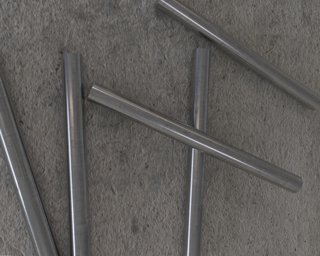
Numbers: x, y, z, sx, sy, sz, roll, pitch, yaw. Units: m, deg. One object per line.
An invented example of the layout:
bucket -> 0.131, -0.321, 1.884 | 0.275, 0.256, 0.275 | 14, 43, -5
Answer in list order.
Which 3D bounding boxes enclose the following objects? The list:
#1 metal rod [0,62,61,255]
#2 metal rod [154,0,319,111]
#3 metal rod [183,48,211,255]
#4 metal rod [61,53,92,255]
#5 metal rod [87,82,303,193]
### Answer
metal rod -> -0.155, 0.055, 0.351 | 0.025, 0.025, 0.298 | -17, 96, -19
metal rod -> 0.126, -0.105, 0.455 | 0.301, 0.025, 0.025 | 27, 81, -18
metal rod -> 0.050, 0.042, 0.427 | 0.025, 0.025, 0.298 | 3, 89, -20
metal rod -> -0.099, 0.062, 0.372 | 0.025, 0.025, 0.298 | -3, 91, -20
metal rod -> 0.052, 0.017, 0.401 | 0.301, 0.025, 0.025 | 24, 82, -10
